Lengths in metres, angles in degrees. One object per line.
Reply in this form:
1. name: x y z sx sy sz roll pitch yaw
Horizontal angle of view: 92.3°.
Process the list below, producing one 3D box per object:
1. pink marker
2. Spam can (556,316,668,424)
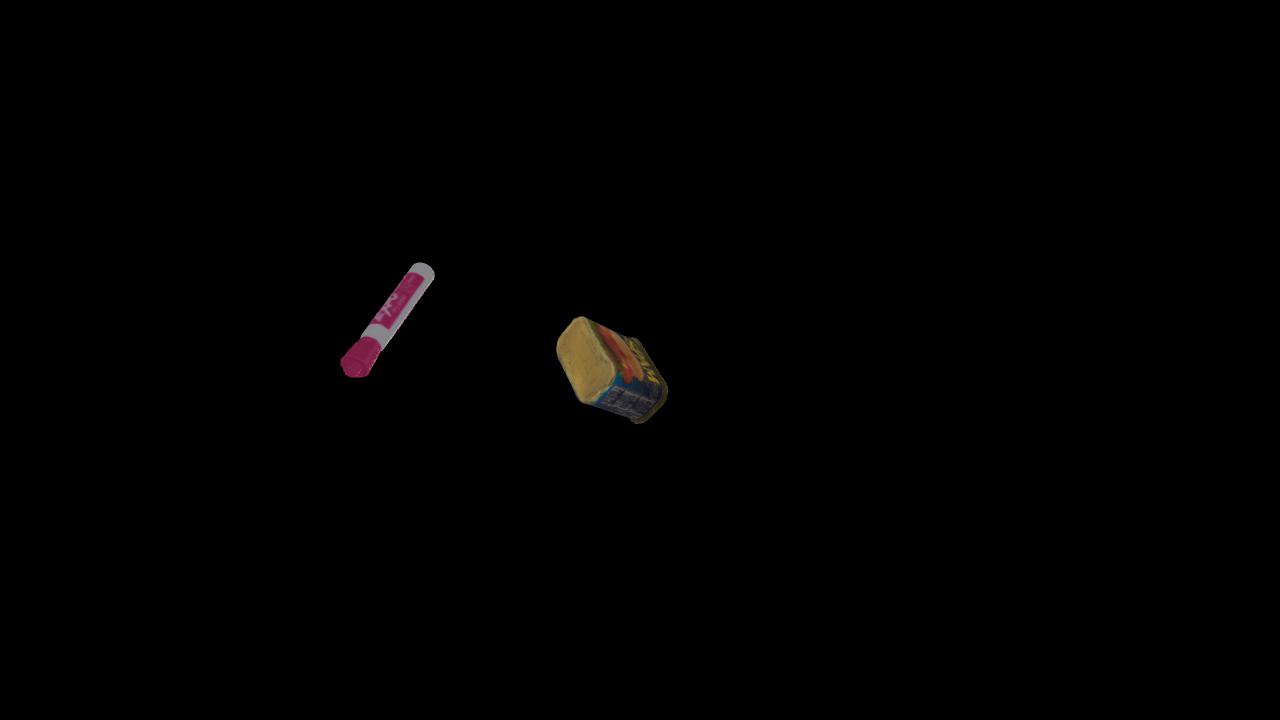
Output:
1. pink marker: -0.178 -0.030 0.438 0.020 0.020 0.121 0 40 9
2. Spam can: -0.031 0.010 0.638 0.085 0.058 0.101 24 26 -46
